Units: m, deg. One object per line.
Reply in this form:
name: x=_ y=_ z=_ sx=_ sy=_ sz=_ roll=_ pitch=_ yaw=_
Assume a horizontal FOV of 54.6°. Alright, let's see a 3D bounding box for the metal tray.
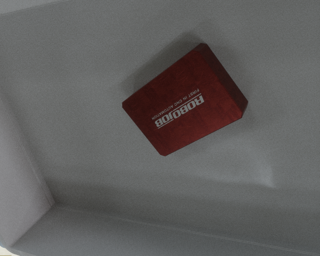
metal tray: x=0.026 y=-0.028 z=0.375 sx=0.130 sy=0.030 sz=0.090 roll=-31 pitch=102 yaw=38
